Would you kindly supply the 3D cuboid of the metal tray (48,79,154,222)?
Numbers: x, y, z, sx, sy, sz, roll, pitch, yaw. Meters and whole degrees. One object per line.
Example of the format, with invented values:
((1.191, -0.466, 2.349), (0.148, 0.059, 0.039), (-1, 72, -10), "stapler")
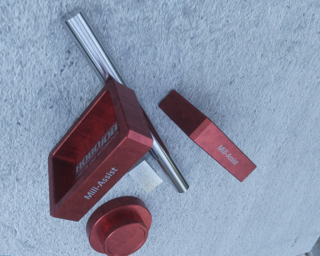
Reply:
((-0.069, 0.024, 0.324), (0.030, 0.090, 0.130), (27, 117, -38), "metal tray")

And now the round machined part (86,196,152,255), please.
((-0.056, 0.153, 0.462), (0.099, 0.042, 0.097), (-14, 125, -21), "round machined part")

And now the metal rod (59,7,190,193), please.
((-0.025, -0.008, 0.389), (0.025, 0.025, 0.299), (-35, 129, -5), "metal rod")

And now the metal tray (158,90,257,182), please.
((0.064, 0.012, 0.408), (0.030, 0.090, 0.130), (-47, 130, 5), "metal tray")

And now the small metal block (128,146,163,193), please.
((-0.028, 0.050, 0.408), (0.025, 0.050, 0.050), (-38, 130, -3), "small metal block")
